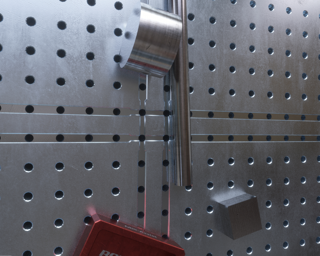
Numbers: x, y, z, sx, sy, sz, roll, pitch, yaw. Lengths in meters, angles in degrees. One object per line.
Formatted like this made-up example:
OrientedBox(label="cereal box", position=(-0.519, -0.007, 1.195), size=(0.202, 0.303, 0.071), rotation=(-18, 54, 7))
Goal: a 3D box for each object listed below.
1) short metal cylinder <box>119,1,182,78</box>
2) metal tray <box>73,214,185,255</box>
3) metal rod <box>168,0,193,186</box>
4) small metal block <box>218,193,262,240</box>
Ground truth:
OrientedBox(label="short metal cylinder", position=(-0.013, -0.106, 0.379), size=(0.050, 0.080, 0.080), rotation=(12, 86, -20))
OrientedBox(label="metal tray", position=(-0.043, 0.175, 0.395), size=(0.131, 0.030, 0.090), rotation=(26, 81, -19))
OrientedBox(label="metal rod", position=(0.027, -0.072, 0.423), size=(0.025, 0.025, 0.298), rotation=(-2, 91, -20))
OrientedBox(label="small metal block", position=(0.119, 0.130, 0.459), size=(0.050, 0.025, 0.050), rotation=(-13, 95, -20))
